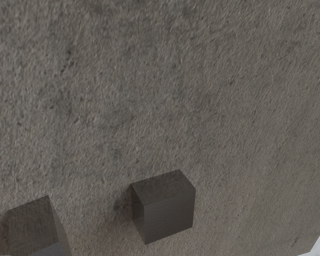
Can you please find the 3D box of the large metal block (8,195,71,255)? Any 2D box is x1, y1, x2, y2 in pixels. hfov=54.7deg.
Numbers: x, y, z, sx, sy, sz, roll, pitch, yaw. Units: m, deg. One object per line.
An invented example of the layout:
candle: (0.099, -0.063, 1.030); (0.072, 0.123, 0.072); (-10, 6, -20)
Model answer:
large metal block: (-0.145, 0.146, 0.383); (0.050, 0.080, 0.079); (-20, 126, -17)

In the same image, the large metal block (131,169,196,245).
large metal block: (0.004, 0.118, 0.468); (0.081, 0.050, 0.079); (-13, 124, -22)
